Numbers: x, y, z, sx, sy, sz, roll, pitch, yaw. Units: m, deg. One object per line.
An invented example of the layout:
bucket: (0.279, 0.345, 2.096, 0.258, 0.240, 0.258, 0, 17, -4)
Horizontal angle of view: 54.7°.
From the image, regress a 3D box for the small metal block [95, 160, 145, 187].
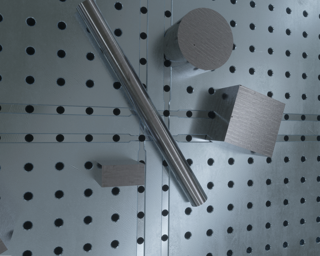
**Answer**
small metal block: (-0.051, 0.055, 0.382, 0.050, 0.050, 0.025, 0, 90, -20)

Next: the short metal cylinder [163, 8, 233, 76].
short metal cylinder: (0.051, -0.114, 0.419, 0.081, 0.050, 0.079, 0, 90, -21)

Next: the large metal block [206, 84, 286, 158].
large metal block: (0.123, -0.009, 0.446, 0.081, 0.050, 0.080, 19, 84, -20)

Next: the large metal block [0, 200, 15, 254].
large metal block: (-0.195, 0.090, 0.312, 0.050, 0.080, 0.080, -30, 100, -18)

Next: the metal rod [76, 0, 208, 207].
metal rod: (-0.018, -0.025, 0.406, 0.025, 0.025, 0.299, -33, 101, -17)
